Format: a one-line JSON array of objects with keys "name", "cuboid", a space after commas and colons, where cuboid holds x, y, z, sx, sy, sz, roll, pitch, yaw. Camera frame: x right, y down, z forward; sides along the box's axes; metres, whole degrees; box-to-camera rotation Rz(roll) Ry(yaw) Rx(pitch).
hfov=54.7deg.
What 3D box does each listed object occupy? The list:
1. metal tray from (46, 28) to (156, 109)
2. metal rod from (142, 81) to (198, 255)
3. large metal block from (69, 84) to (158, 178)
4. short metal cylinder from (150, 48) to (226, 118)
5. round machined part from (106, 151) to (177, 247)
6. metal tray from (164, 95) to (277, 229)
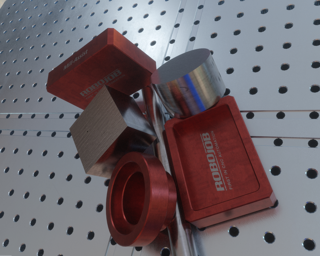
[{"name": "metal tray", "cuboid": [-0.081, -0.071, 0.430, 0.130, 0.090, 0.030, -25, 53, 31]}, {"name": "metal rod", "cuboid": [0.003, 0.023, 0.387, 0.025, 0.025, 0.299, -23, 53, 14]}, {"name": "large metal block", "cuboid": [-0.062, 0.006, 0.393, 0.080, 0.050, 0.080, -48, 49, 18]}, {"name": "short metal cylinder", "cuboid": [0.034, -0.056, 0.385, 0.080, 0.050, 0.080, -24, 27, 13]}, {"name": "round machined part", "cuboid": [-0.018, 0.077, 0.337, 0.098, 0.042, 0.098, -27, 56, 50]}, {"name": "metal tray", "cuboid": [0.061, 0.034, 0.347, 0.090, 0.030, 0.130, -22, 53, 14]}]
